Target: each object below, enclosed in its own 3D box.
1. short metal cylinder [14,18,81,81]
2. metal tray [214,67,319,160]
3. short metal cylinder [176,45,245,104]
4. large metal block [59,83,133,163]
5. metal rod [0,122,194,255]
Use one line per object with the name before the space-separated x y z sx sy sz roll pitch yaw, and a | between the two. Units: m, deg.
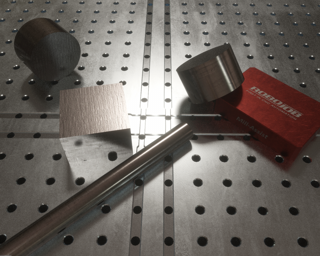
short metal cylinder | -0.169 -0.118 0.469 0.080 0.080 0.050 -34 58 -26
metal tray | 0.153 -0.025 0.428 0.130 0.030 0.091 38 59 27
short metal cylinder | 0.069 -0.075 0.430 0.080 0.050 0.080 -25 18 9
large metal block | -0.082 -0.008 0.397 0.081 0.050 0.080 -9 51 -8
metal rod | -0.079 0.078 0.340 0.302 0.025 0.025 -33 58 -25
